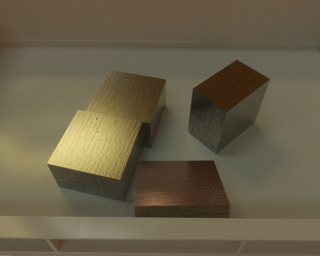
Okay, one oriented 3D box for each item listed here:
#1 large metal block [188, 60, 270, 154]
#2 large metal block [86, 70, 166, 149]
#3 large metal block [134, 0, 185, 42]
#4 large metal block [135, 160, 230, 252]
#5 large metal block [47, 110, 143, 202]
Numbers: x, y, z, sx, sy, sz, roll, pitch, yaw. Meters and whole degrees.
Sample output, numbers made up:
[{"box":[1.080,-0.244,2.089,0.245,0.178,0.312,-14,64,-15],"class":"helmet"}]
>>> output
[{"box":[0.084,-0.026,0.393,0.080,0.080,0.050,-35,59,-26],"class":"large metal block"},{"box":[-0.041,-0.027,0.411,0.080,0.050,0.080,11,51,9],"class":"large metal block"},{"box":[0.002,-0.204,0.562,0.080,0.050,0.080,6,50,5],"class":"large metal block"},{"box":[0.019,0.073,0.307,0.081,0.050,0.080,0,22,-1],"class":"large metal block"},{"box":[-0.069,0.031,0.362,0.080,0.050,0.080,11,51,9],"class":"large metal block"}]
